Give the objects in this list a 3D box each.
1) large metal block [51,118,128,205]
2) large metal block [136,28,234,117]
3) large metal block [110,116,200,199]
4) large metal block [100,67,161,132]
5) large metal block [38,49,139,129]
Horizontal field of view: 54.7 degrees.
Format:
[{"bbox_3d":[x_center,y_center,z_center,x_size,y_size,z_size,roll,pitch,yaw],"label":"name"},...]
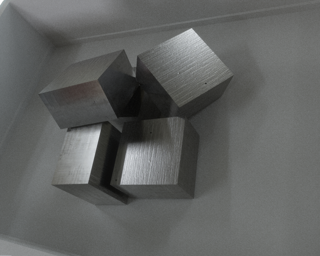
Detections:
[{"bbox_3d":[-0.076,0.044,0.380,0.050,0.080,0.080,-6,59,25],"label":"large metal block"},{"bbox_3d":[0.027,-0.062,0.378,0.080,0.050,0.080,-32,73,-19],"label":"large metal block"},{"bbox_3d":[-0.003,0.036,0.363,0.080,0.050,0.080,-5,59,25],"label":"large metal block"},{"bbox_3d":[-0.044,-0.037,0.432,0.080,0.050,0.080,-1,61,27],"label":"large metal block"},{"bbox_3d":[-0.081,-0.047,0.374,0.080,0.050,0.080,-9,33,23],"label":"large metal block"}]
